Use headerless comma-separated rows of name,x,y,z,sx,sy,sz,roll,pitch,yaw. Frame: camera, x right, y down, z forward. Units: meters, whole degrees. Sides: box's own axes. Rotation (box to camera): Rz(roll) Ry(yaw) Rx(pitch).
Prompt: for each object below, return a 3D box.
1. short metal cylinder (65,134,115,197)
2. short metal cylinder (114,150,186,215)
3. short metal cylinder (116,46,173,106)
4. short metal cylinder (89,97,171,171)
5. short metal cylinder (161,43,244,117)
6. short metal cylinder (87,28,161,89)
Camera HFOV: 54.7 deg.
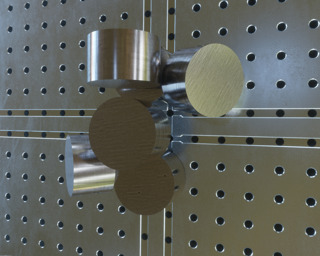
short metal cylinder,-0.095,0.048,0.411,0.050,0.080,0.080,-2,89,-24
short metal cylinder,-0.012,0.067,0.403,0.080,0.050,0.079,0,91,19
short metal cylinder,-0.015,-0.069,0.404,0.080,0.050,0.079,0,91,20
short metal cylinder,-0.033,0.006,0.357,0.080,0.050,0.079,0,90,20
short metal cylinder,0.049,-0.055,0.359,0.050,0.081,0.079,16,97,60
short metal cylinder,-0.040,-0.073,0.343,0.080,0.080,0.050,1,90,20
